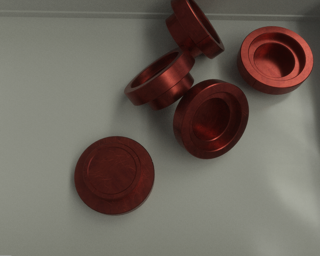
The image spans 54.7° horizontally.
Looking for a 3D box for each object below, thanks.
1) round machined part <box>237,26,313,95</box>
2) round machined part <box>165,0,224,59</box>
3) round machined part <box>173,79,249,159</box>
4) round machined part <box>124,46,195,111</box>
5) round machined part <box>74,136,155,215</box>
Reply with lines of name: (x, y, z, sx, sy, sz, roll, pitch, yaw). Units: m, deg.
round machined part: (0.157, -0.090, 0.435, 0.099, 0.042, 0.098, 0, 70, -1)
round machined part: (0.045, -0.136, 0.430, 0.042, 0.098, 0.098, -33, 70, 24)
round machined part: (0.059, -0.013, 0.388, 0.098, 0.098, 0.042, -34, 33, -12)
round machined part: (0.005, -0.060, 0.403, 0.098, 0.098, 0.042, -43, 110, -14)
round machined part: (-0.056, 0.056, 0.380, 0.099, 0.042, 0.098, 0, 70, -1)
